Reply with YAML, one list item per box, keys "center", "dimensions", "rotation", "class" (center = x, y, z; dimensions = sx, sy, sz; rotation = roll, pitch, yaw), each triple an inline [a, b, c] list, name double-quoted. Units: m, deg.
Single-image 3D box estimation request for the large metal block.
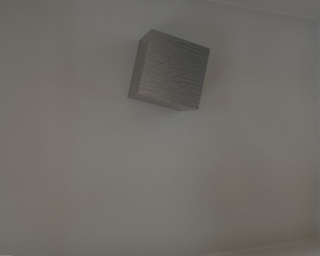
- center: [0.010, -0.070, 0.401]
  dimensions: [0.081, 0.050, 0.080]
  rotation: [13, 86, -20]
  class: "large metal block"
